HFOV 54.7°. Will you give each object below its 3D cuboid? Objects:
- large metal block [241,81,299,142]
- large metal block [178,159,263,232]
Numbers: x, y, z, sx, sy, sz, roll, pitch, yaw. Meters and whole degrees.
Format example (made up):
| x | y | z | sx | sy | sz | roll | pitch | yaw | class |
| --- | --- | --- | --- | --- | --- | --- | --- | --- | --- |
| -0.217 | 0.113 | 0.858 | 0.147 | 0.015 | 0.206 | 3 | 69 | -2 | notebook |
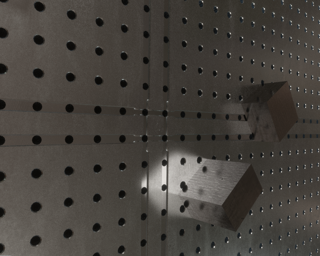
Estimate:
| x | y | z | sx | sy | sz | roll | pitch | yaw | class |
| --- | --- | --- | --- | --- | --- | --- | --- | --- | --- |
| 0.203 | -0.030 | 0.566 | 0.080 | 0.050 | 0.080 | -39 | 114 | -33 | large metal block |
| 0.088 | 0.093 | 0.450 | 0.080 | 0.080 | 0.050 | -44 | 117 | -31 | large metal block |
